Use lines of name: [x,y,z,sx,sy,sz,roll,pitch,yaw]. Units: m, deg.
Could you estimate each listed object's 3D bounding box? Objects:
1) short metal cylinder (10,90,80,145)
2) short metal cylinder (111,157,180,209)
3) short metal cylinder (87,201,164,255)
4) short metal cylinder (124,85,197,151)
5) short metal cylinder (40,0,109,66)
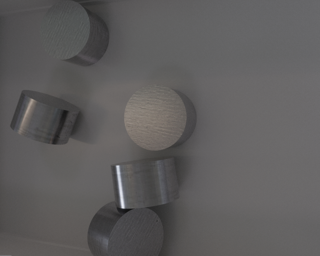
short metal cylinder: [-0.161,-0.016,0.438,0.080,0.080,0.050,25,98,18]
short metal cylinder: [-0.018,0.066,0.388,0.080,0.080,0.050,-8,87,20]
short metal cylinder: [-0.043,0.135,0.389,0.050,0.081,0.080,-1,90,51]
short metal cylinder: [0.002,-0.013,0.397,0.080,0.050,0.080,0,90,20]
short metal cylinder: [-0.120,-0.132,0.440,0.080,0.050,0.080,0,90,20]
